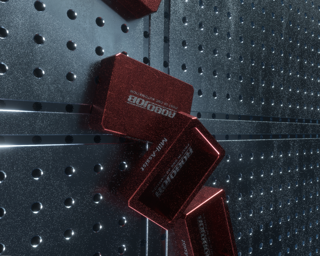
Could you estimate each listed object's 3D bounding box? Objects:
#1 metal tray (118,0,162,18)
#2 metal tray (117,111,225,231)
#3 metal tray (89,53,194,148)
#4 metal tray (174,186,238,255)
[{"bbox_3d":[-0.045,-0.209,0.370,0.130,0.030,0.090,32,70,-36],"label":"metal tray"},{"bbox_3d":[0.018,0.055,0.394,0.130,0.030,0.090,-52,129,-9],"label":"metal tray"},{"bbox_3d":[-0.017,-0.029,0.393,0.131,0.030,0.090,17,79,-39],"label":"metal tray"},{"bbox_3d":[0.071,0.166,0.467,0.091,0.030,0.129,-23,105,-38],"label":"metal tray"}]
